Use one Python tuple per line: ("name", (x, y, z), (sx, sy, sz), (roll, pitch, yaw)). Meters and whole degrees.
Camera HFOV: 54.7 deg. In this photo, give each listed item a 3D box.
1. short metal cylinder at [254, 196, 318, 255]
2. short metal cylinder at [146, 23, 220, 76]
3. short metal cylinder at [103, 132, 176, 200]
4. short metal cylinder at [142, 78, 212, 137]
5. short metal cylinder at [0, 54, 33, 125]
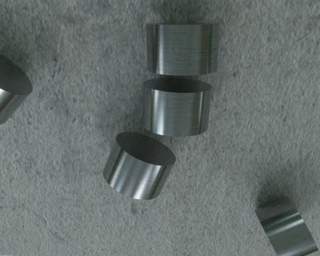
("short metal cylinder", (0.176, 0.143, 0.436), (0.050, 0.080, 0.080), (-28, 108, 9))
("short metal cylinder", (0.025, -0.091, 0.347), (0.081, 0.080, 0.050), (0, 110, 0))
("short metal cylinder", (-0.026, 0.047, 0.397), (0.080, 0.080, 0.050), (21, 109, -8))
("short metal cylinder", (0.019, -0.028, 0.371), (0.081, 0.080, 0.050), (2, 110, -1))
("short metal cylinder", (-0.199, -0.049, 0.360), (0.080, 0.080, 0.050), (42, 105, -14))
